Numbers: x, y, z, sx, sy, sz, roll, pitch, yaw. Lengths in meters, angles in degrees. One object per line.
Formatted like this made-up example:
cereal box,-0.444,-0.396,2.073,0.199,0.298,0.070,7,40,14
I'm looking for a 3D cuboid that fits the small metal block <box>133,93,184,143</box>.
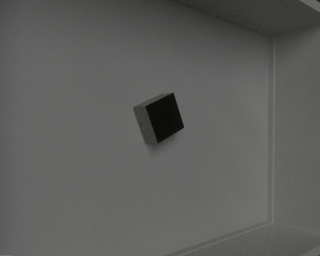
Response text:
small metal block,-0.001,-0.013,0.404,0.050,0.025,0.050,-30,109,-36
